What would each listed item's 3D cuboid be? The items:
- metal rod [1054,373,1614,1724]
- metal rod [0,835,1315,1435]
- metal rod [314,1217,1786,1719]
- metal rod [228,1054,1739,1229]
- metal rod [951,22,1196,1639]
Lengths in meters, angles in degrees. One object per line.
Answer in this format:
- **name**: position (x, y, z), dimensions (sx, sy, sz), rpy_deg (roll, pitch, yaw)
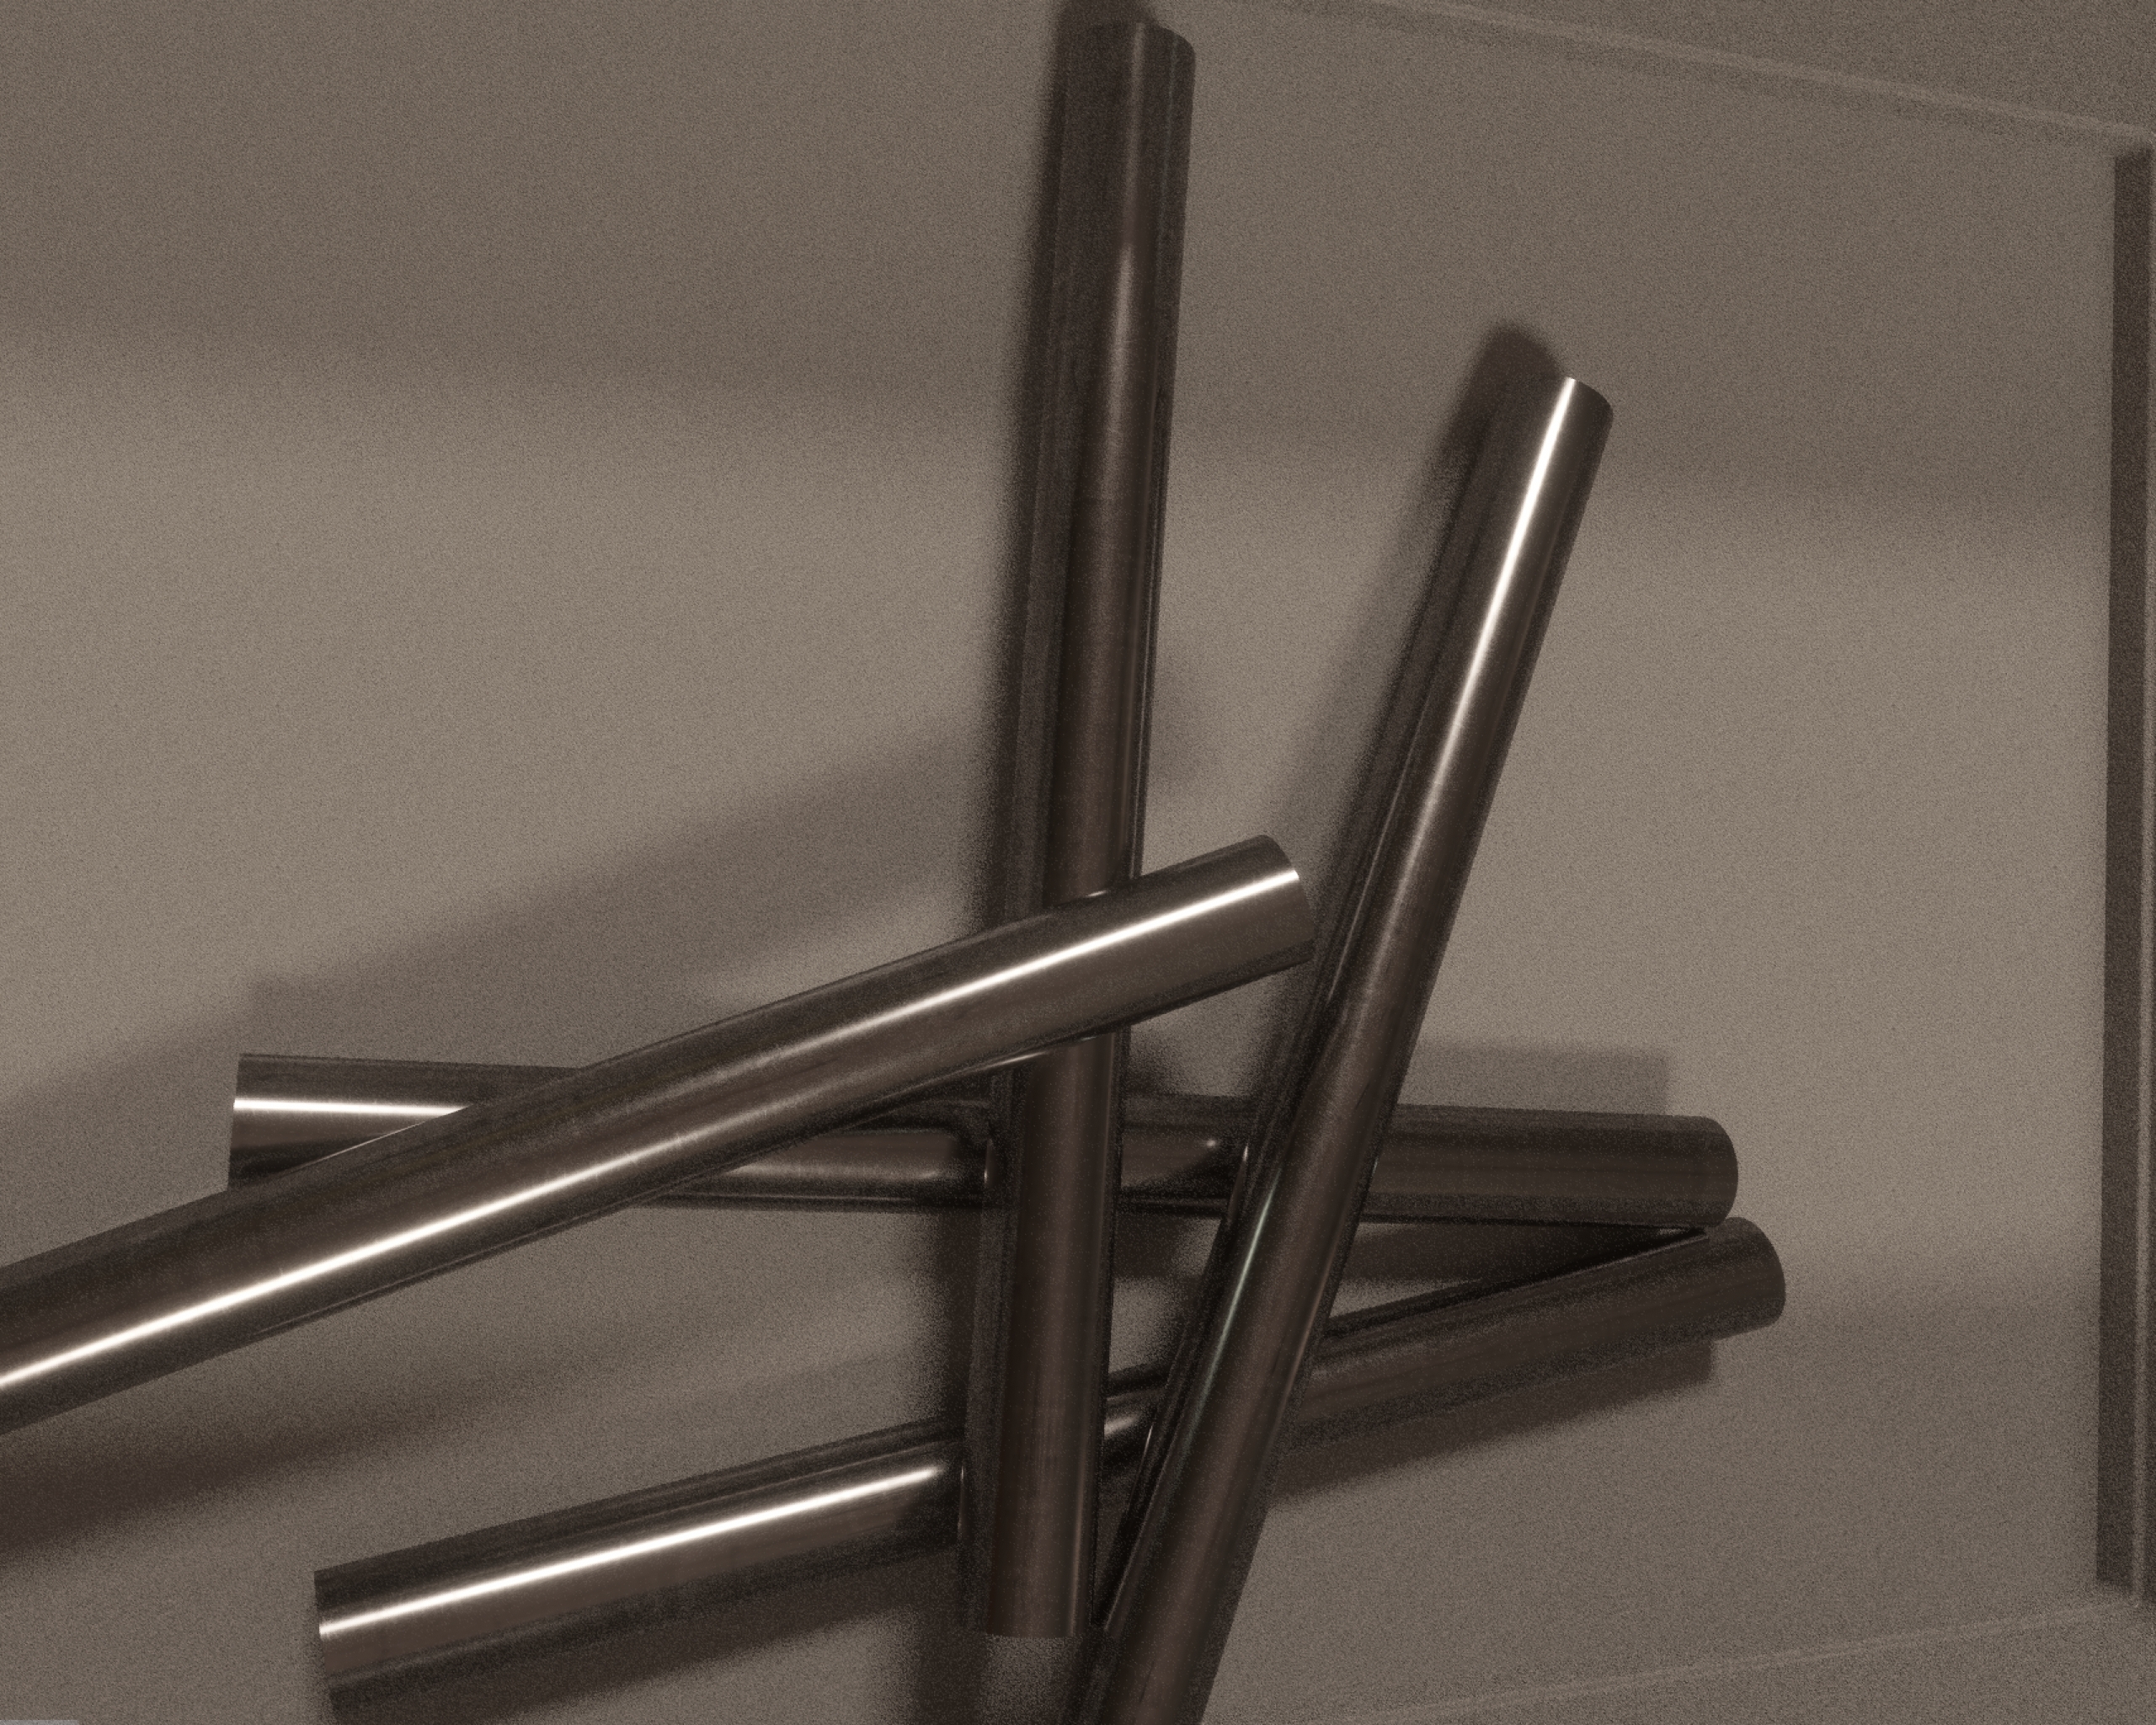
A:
- **metal rod**: position (0.053, 0.037, 0.409), dimensions (0.025, 0.025, 0.299), rpy_deg (26, 73, -19)
- **metal rod**: position (-0.101, 0.054, 0.345), dimensions (0.302, 0.025, 0.025), rpy_deg (-19, 97, -14)
- **metal rod**: position (0.010, 0.114, 0.414), dimensions (0.303, 0.025, 0.025), rpy_deg (-9, 93, -20)
- **metal rod**: position (-0.003, 0.057, 0.409), dimensions (0.302, 0.025, 0.025), rpy_deg (5, 89, -20)
- **metal rod**: position (0.000, -0.012, 0.392), dimensions (0.025, 0.025, 0.298), rpy_deg (7, 81, -20)
